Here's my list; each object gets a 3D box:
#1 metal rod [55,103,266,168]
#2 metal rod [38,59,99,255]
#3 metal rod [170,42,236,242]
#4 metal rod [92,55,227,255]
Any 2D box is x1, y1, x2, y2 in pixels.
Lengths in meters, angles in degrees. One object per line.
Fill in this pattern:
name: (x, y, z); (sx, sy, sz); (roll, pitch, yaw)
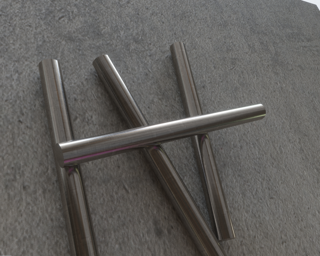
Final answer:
metal rod: (0.026, 0.001, 0.385); (0.303, 0.025, 0.025); (-12, 68, -33)
metal rod: (-0.092, 0.055, 0.321); (0.025, 0.025, 0.299); (-4, 64, -31)
metal rod: (0.053, 0.001, 0.433); (0.025, 0.025, 0.299); (4, 60, -27)
metal rod: (-0.005, 0.034, 0.381); (0.025, 0.025, 0.299); (-21, 73, -36)
